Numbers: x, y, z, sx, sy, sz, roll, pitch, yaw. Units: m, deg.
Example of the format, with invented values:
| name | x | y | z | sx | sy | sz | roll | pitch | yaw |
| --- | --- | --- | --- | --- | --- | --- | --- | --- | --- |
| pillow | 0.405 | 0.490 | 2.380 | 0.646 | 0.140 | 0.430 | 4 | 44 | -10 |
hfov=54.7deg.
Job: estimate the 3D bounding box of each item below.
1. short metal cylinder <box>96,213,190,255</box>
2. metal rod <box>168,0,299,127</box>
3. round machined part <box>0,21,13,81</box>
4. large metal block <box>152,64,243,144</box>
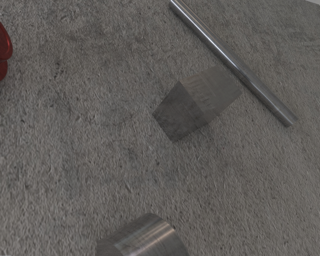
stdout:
| name | x | y | z | sx | sy | sz | roll | pitch | yaw |
| --- | --- | --- | --- | --- | --- | --- | --- | --- | --- |
| short metal cylinder | -0.015 | 0.126 | 0.283 | 0.050 | 0.080 | 0.080 | -22 | 74 | -36 |
| metal rod | 0.126 | -0.119 | 0.543 | 0.300 | 0.025 | 0.025 | 47 | 51 | 5 |
| round machined part | -0.189 | -0.091 | 0.311 | 0.098 | 0.042 | 0.098 | 61 | 11 | -19 |
| large metal block | 0.048 | -0.032 | 0.414 | 0.081 | 0.080 | 0.050 | -27 | 77 | -37 |
